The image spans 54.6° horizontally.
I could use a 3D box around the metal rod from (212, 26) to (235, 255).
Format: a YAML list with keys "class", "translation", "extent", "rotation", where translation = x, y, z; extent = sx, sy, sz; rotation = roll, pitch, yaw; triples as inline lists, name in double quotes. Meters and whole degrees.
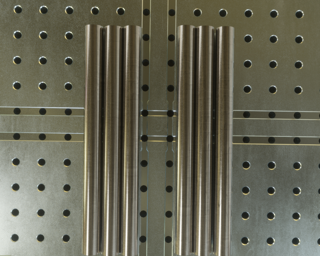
- class: "metal rod"
  translation: [0.085, 0.017, 0.413]
  extent: [0.025, 0.025, 0.298]
  rotation: [1, 90, 0]

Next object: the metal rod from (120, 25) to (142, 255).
- class: "metal rod"
  translation: [-0.038, 0.016, 0.413]
  extent: [0.025, 0.025, 0.298]
  rotation: [1, 90, 0]

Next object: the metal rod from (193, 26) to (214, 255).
- class: "metal rod"
  translation: [0.058, 0.017, 0.413]
  extent: [0.025, 0.025, 0.298]
  rotation: [1, 90, 0]

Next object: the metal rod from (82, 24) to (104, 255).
- class: "metal rod"
  translation: [-0.089, 0.015, 0.412]
  extent: [0.025, 0.025, 0.298]
  rotation: [1, 90, 0]

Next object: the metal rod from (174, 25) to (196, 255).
- class: "metal rod"
  translation: [0.033, 0.016, 0.413]
  extent: [0.025, 0.025, 0.298]
  rotation: [1, 90, 0]

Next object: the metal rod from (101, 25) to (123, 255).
- class: "metal rod"
  translation: [-0.063, 0.017, 0.412]
  extent: [0.025, 0.025, 0.298]
  rotation: [1, 90, 0]
